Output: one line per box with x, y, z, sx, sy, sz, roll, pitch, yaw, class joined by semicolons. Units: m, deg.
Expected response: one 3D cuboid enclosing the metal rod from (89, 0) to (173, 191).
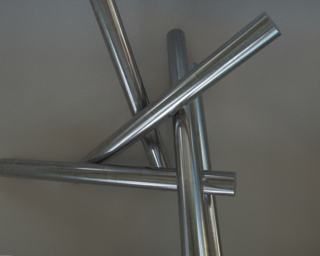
-0.033;-0.053;0.352;0.025;0.025;0.298;-18;114;0;metal rod

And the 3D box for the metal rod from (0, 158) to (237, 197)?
-0.066;0.054;0.361;0.301;0.025;0.025;1;90;20;metal rod

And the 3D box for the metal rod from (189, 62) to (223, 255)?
0.047;0.054;0.350;0.025;0.025;0.299;-3;65;0;metal rod

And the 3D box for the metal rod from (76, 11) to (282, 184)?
-0.009;-0.012;0.337;0.299;0.025;0.025;-36;91;31;metal rod

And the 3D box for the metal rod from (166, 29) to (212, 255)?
0.026;0.002;0.331;0.025;0.025;0.300;-2;56;0;metal rod
